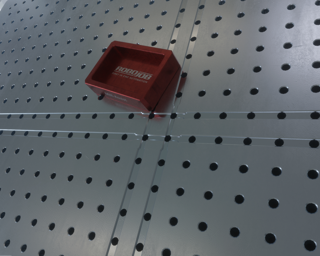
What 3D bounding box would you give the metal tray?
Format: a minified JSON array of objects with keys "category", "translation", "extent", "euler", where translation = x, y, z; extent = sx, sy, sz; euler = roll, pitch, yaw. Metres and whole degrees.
[{"category":"metal tray","translation":[-0.045,-0.085,0.482],"extent":[0.130,0.030,0.090],"euler":[20,72,35]}]
